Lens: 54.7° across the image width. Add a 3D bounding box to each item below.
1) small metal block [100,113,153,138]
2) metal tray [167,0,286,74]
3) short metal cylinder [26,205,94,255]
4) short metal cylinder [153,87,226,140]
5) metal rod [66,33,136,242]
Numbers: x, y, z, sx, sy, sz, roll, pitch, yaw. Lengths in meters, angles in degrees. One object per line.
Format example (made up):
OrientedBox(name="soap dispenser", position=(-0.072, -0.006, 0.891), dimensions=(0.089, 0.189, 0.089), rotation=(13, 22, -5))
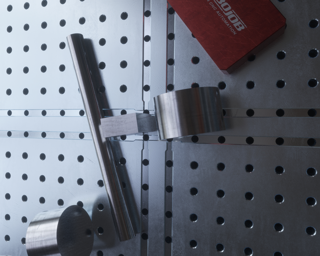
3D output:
OrientedBox(name="small metal block", position=(-0.043, -0.003, 0.414), dimensions=(0.050, 0.050, 0.025), rotation=(-9, 87, 20))
OrientedBox(name="metal tray", position=(0.078, -0.144, 0.382), dimensions=(0.090, 0.030, 0.130), rotation=(-37, 78, 16))
OrientedBox(name="short metal cylinder", position=(-0.137, 0.152, 0.432), dimensions=(0.050, 0.080, 0.080), rotation=(-16, 85, 19))
OrientedBox(name="short metal cylinder", position=(0.034, -0.016, 0.371), dimensions=(0.080, 0.080, 0.050), rotation=(-9, 87, 20))
OrientedBox(name="metal rod", position=(-0.086, 0.009, 0.442), dimensions=(0.025, 0.025, 0.299), rotation=(-18, 84, 19))
